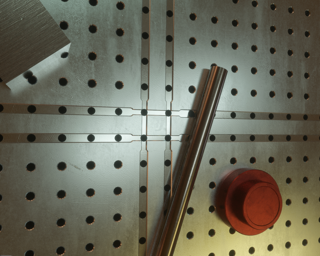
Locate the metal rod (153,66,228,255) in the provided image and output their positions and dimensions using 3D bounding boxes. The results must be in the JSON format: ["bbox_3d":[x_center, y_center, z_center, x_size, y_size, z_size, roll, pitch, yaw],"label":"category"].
[{"bbox_3d":[0.040,0.058,0.427,0.025,0.025,0.299,20,83,-19],"label":"metal rod"}]

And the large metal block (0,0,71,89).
[{"bbox_3d":[-0.158,-0.101,0.341,0.080,0.050,0.080,-39,103,-16],"label":"large metal block"}]

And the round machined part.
[{"bbox_3d":[0.139,0.110,0.455,0.099,0.042,0.097,0,90,-20],"label":"round machined part"}]
